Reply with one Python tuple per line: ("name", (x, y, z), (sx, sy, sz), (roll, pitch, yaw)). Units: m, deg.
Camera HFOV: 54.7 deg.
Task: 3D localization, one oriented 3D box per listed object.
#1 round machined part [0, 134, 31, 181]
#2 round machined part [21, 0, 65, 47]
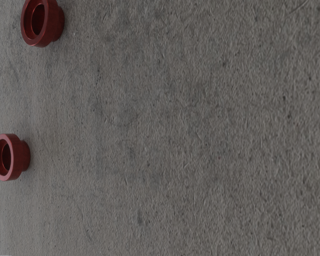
("round machined part", (-0.308, 0.060, 0.649), (0.098, 0.042, 0.097), (0, 90, 40))
("round machined part", (-0.212, -0.197, 0.570), (0.098, 0.042, 0.097), (0, 90, 40))
